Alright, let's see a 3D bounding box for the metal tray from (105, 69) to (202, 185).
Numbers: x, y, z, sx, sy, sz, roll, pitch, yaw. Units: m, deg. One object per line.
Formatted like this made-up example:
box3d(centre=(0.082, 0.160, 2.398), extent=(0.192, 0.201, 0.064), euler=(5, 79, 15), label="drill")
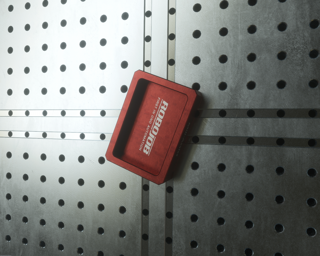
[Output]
box3d(centre=(-0.010, -0.002, 0.413), extent=(0.090, 0.030, 0.129), euler=(23, 98, 18), label="metal tray")
